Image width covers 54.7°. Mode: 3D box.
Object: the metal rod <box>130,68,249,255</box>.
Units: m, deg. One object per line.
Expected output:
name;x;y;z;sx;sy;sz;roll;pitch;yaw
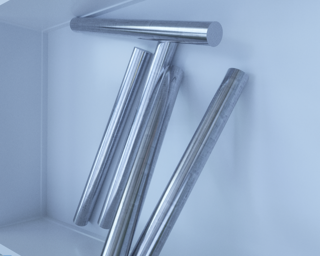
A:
metal rod;0.014;0.070;0.312;0.025;0.025;0.300;21;77;38

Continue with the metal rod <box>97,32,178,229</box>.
metal rod;-0.035;0.013;0.435;0.025;0.025;0.298;32;110;35

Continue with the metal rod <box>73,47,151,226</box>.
metal rod;-0.078;0.024;0.471;0.025;0.025;0.298;35;111;34

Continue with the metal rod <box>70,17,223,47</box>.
metal rod;-0.043;-0.134;0.417;0.300;0.025;0.025;22;104;45

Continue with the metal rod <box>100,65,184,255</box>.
metal rod;-0.022;0.055;0.326;0.025;0.025;0.300;-8;53;40
